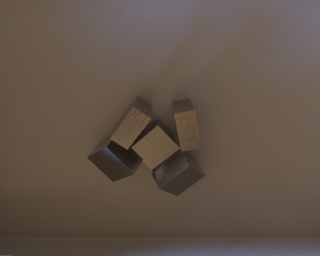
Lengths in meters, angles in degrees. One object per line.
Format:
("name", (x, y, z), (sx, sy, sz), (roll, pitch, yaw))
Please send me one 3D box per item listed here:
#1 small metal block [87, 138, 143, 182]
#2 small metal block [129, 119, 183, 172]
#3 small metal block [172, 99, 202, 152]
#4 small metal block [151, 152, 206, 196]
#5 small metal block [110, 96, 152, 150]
("small metal block", (-0.060, 0.041, 0.412), (0.050, 0.025, 0.050), (47, 136, -16))
("small metal block", (-0.005, 0.025, 0.418), (0.050, 0.025, 0.050), (-40, 106, 13))
("small metal block", (0.033, -0.005, 0.394), (0.025, 0.050, 0.050), (-11, 110, 3))
("small metal block", (0.026, 0.063, 0.419), (0.050, 0.025, 0.050), (-39, 143, 12))
("small metal block", (-0.035, -0.007, 0.392), (0.025, 0.050, 0.050), (35, 106, -12))
